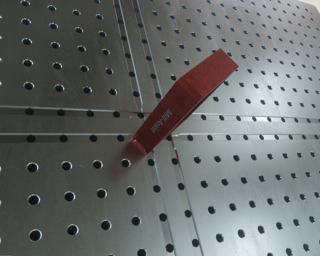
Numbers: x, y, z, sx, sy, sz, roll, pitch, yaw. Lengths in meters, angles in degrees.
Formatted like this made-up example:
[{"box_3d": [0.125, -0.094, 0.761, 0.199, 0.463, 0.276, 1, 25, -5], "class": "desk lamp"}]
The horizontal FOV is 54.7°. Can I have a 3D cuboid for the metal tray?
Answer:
[{"box_3d": [0.028, -0.030, 0.375, 0.030, 0.129, 0.091, 47, 51, 4], "class": "metal tray"}]
